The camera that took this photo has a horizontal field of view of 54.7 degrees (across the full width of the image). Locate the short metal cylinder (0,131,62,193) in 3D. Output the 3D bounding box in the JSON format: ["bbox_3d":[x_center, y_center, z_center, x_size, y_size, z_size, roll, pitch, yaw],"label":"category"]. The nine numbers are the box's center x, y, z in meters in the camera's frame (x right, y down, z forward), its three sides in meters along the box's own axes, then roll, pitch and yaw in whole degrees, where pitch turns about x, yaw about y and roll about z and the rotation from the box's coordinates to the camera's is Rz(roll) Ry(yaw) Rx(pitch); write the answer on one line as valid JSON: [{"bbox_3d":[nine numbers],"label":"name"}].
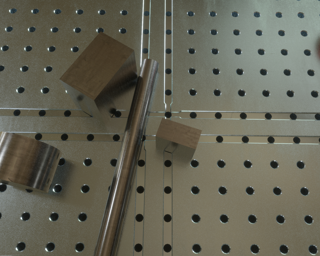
[{"bbox_3d":[-0.164,0.042,0.365,0.080,0.080,0.050,12,71,4],"label":"short metal cylinder"}]

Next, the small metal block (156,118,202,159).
[{"bbox_3d":[0.023,0.015,0.393,0.050,0.050,0.025,18,71,6],"label":"small metal block"}]

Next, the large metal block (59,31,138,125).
[{"bbox_3d":[-0.074,-0.062,0.404,0.050,0.080,0.080,32,73,10],"label":"large metal block"}]

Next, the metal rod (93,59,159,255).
[{"bbox_3d":[-0.043,0.045,0.394,0.025,0.025,0.299,11,70,3],"label":"metal rod"}]
